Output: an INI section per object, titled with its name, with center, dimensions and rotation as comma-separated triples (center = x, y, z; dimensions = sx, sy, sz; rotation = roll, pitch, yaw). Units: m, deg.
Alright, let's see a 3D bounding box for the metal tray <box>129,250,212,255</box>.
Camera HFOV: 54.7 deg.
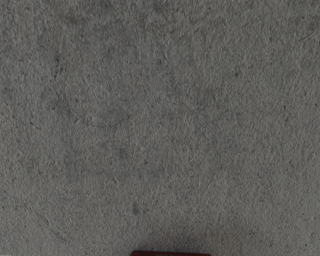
[metal tray]
center = 0.016, 0.240, 0.473
dimensions = 0.131, 0.030, 0.089
rotation = 1, 89, 5
